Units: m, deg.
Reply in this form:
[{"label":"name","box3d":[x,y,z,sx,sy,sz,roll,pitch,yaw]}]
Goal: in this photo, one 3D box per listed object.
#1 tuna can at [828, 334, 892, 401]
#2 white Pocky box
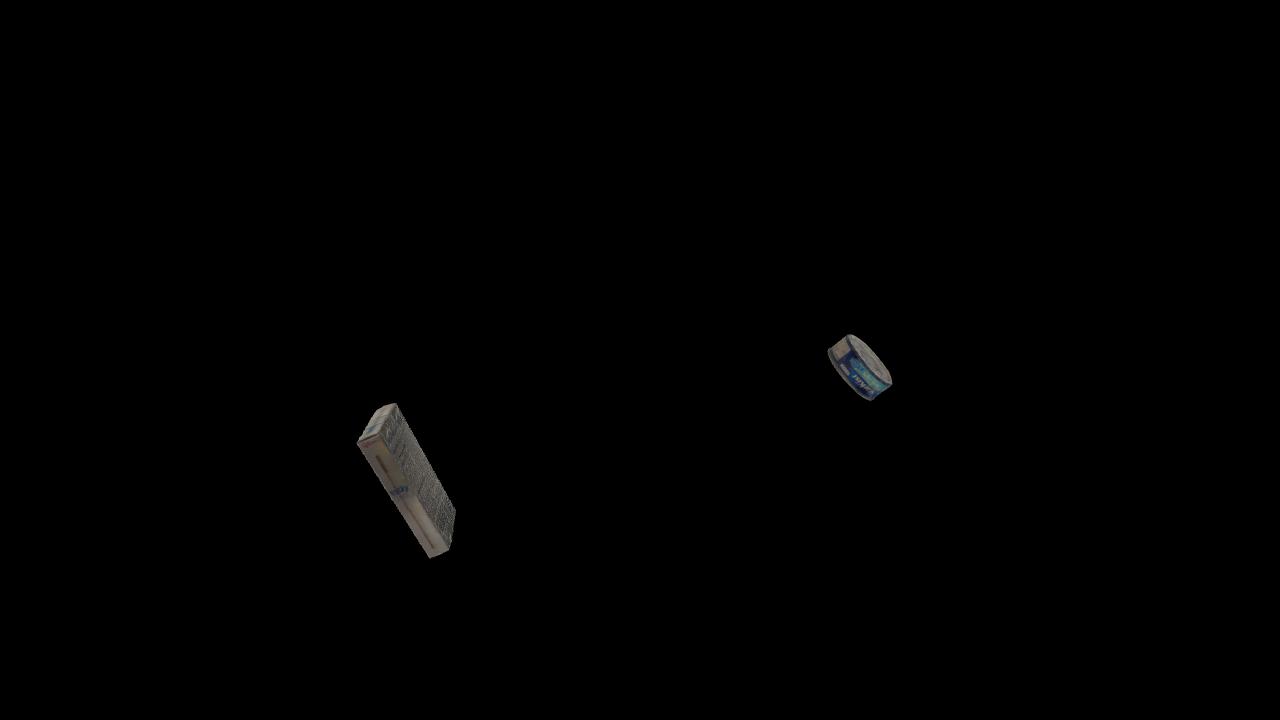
[{"label":"tuna can","box3d":[0.278,0.008,0.776,0.034,0.084,0.084,-43,-23,27]},{"label":"white Pocky box","box3d":[-0.247,0.129,0.665,0.028,0.154,0.084,-22,21,-2]}]
